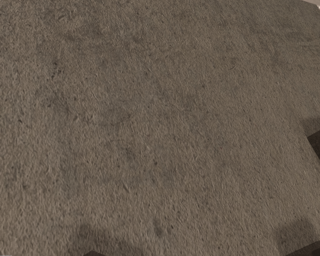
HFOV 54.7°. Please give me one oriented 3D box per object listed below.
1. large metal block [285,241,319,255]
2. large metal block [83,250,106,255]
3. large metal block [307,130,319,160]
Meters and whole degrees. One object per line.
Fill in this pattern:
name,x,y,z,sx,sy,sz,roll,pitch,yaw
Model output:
large metal block,0.215,0.189,0.390,0.081,0.050,0.080,-5,65,-31
large metal block,-0.043,0.163,0.266,0.080,0.050,0.080,27,52,-12
large metal block,0.321,0.035,0.543,0.081,0.050,0.080,-9,66,-32
